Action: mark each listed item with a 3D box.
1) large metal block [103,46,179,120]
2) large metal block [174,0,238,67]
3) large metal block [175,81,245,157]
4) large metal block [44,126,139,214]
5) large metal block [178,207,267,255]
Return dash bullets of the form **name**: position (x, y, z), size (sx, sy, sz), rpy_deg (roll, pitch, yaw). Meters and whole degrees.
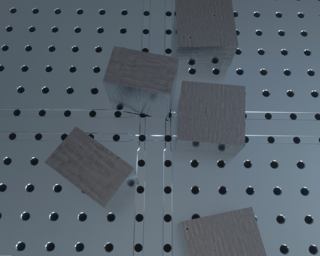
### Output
- **large metal block**: position (-0.022, -0.055, 0.403), size (0.080, 0.080, 0.050), rpy_deg (12, 71, 4)
- **large metal block**: position (0.063, -0.138, 0.450), size (0.081, 0.050, 0.080), rpy_deg (-2, 70, -1)
- **large metal block**: position (0.064, -0.011, 0.403), size (0.080, 0.050, 0.080), rpy_deg (5, 70, 1)
- **large metal block**: position (-0.074, 0.052, 0.363), size (0.080, 0.080, 0.050), rpy_deg (34, 74, 11)
- **large metal block**: position (0.070, 0.139, 0.348), size (0.081, 0.050, 0.080), rpy_deg (-11, 71, -4)
